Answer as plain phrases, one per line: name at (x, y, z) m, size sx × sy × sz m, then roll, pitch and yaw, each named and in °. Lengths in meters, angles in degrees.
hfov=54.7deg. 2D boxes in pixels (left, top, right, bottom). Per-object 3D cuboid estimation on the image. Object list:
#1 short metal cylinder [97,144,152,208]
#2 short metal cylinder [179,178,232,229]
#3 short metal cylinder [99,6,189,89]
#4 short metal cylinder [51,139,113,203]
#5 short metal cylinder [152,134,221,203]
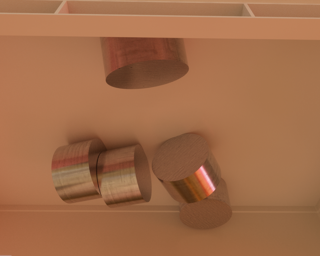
short metal cylinder at (-0.047, 0.067, 0.429) m, size 0.050 × 0.080 × 0.080 m, roll -12°, pitch 129°, yaw 10°
short metal cylinder at (0.070, 0.117, 0.493) m, size 0.081 × 0.050 × 0.079 m, roll 0°, pitch 130°, yaw 0°
short metal cylinder at (-0.016, -0.074, 0.303) m, size 0.080 × 0.050 × 0.080 m, roll -9°, pitch 171°, yaw -1°
short metal cylinder at (-0.103, 0.058, 0.422) m, size 0.050 × 0.080 × 0.080 m, roll -12°, pitch 129°, yaw 10°
short metal cylinder at (0.036, 0.054, 0.419) m, size 0.080 × 0.080 × 0.050 m, roll -20°, pitch 127°, yaw 16°
